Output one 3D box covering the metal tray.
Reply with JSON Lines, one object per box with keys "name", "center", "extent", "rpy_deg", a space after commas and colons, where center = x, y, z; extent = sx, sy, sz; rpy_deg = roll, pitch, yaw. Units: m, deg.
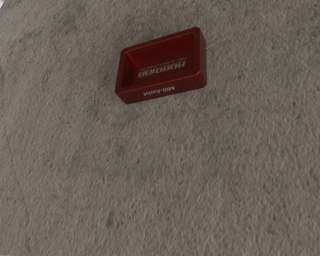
{"name": "metal tray", "center": [0.001, -0.090, 0.456], "extent": [0.130, 0.030, 0.090], "rpy_deg": [-10, 57, 22]}
